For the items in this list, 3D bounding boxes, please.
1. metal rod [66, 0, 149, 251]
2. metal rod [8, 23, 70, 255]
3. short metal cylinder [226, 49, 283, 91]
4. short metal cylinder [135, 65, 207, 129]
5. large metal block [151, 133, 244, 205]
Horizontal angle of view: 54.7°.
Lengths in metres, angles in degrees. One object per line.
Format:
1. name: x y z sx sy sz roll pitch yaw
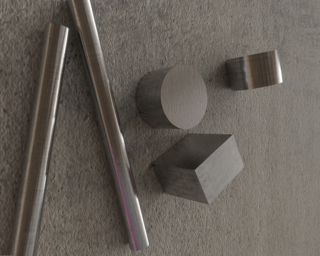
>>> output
1. metal rod: -0.057 0.001 0.356 0.025 0.025 0.298 -21 103 -38
2. metal rod: -0.122 0.046 0.302 0.025 0.025 0.298 11 83 -40
3. short metal cylinder: 0.150 -0.092 0.494 0.081 0.080 0.050 -19 103 -38
4. short metal cylinder: 0.016 -0.038 0.401 0.081 0.050 0.079 0 90 -40
5. large metal block: 0.050 0.049 0.411 0.080 0.080 0.050 -36 113 -34
